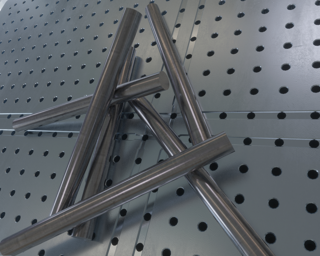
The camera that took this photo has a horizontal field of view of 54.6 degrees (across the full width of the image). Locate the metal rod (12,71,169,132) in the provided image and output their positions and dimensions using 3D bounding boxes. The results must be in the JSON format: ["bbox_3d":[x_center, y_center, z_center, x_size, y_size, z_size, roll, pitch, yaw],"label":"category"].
[{"bbox_3d":[-0.121,-0.032,0.467,0.300,0.025,0.025,-12,56,30],"label":"metal rod"}]

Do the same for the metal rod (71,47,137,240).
[{"bbox_3d":[-0.073,0.003,0.446,0.025,0.025,0.300,-5,59,26],"label":"metal rod"}]

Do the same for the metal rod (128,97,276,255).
[{"bbox_3d":[0.029,0.039,0.369,0.025,0.025,0.300,-39,51,2],"label":"metal rod"}]

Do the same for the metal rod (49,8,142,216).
[{"bbox_3d":[-0.086,-0.012,0.407,0.025,0.025,0.299,19,89,35],"label":"metal rod"}]

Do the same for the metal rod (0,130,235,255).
[{"bbox_3d":[-0.057,0.081,0.355,0.300,0.025,0.025,-27,52,11],"label":"metal rod"}]

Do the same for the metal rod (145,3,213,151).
[{"bbox_3d":[0.020,-0.092,0.454,0.025,0.025,0.300,-26,53,13],"label":"metal rod"}]
